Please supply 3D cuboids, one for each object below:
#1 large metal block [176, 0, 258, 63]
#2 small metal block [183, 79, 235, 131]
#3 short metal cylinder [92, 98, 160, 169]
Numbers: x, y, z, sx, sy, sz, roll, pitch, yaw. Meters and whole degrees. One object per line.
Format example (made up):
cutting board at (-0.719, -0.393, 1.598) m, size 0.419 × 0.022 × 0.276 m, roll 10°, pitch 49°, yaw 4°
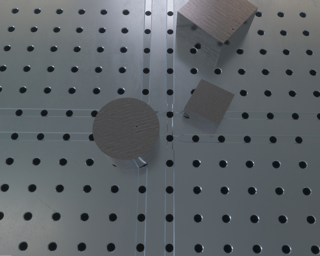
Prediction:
large metal block at (0.081, -0.157, 0.456) m, size 0.080 × 0.050 × 0.080 m, roll 40°, pitch 75°, yaw 13°
small metal block at (0.066, -0.032, 0.424) m, size 0.050 × 0.025 × 0.050 m, roll 28°, pitch 72°, yaw 9°
short metal cylinder at (-0.041, 0.008, 0.395) m, size 0.081 × 0.050 × 0.080 m, roll 0°, pitch 70°, yaw 0°
